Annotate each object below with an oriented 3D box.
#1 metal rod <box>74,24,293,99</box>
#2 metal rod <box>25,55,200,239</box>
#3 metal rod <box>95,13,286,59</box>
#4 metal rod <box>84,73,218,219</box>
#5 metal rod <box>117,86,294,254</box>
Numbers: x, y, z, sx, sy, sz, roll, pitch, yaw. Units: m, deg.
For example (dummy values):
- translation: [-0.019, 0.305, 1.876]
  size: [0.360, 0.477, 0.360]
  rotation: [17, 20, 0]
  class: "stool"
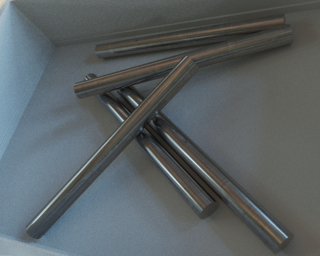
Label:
- translation: [0.022, -0.087, 0.425]
  size: [0.301, 0.025, 0.025]
  rotation: [-13, 56, 13]
  class: "metal rod"
- translation: [-0.063, 0.028, 0.393]
  size: [0.300, 0.025, 0.025]
  rotation: [-46, 51, 5]
  class: "metal rod"
- translation: [0.029, -0.135, 0.471]
  size: [0.300, 0.025, 0.025]
  rotation: [-1, 62, 27]
  class: "metal rod"
- translation: [-0.032, 0.004, 0.418]
  size: [0.025, 0.025, 0.300]
  rotation: [-43, 51, -2]
  class: "metal rod"
- translation: [0.029, 0.023, 0.374]
  size: [0.025, 0.025, 0.300]
  rotation: [-43, 51, -2]
  class: "metal rod"
